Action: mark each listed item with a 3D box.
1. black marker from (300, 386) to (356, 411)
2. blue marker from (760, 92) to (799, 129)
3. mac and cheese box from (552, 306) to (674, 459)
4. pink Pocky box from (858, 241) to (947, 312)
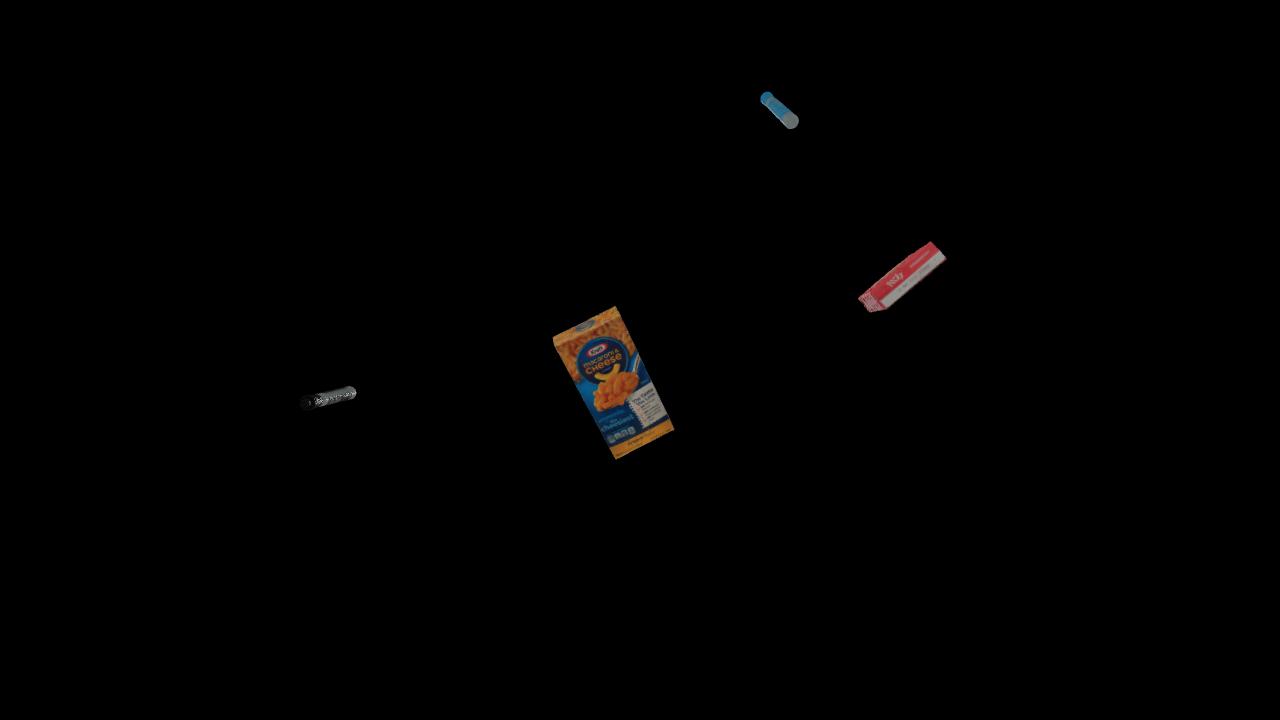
[{"bbox_3d":[-0.401,0.049,0.793,0.020,0.020,0.121,0,3,-2],"label":"black marker"},{"bbox_3d":[0.196,-0.356,0.872,0.020,0.020,0.121,0,38,-10],"label":"blue marker"},{"bbox_3d":[-0.032,0.033,0.801,0.093,0.184,0.041,-26,25,0],"label":"mac and cheese box"},{"bbox_3d":[0.311,-0.095,0.743,0.084,0.029,0.155,-42,-8,13],"label":"pink Pocky box"}]
